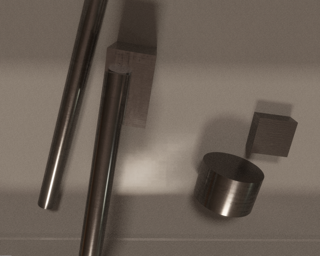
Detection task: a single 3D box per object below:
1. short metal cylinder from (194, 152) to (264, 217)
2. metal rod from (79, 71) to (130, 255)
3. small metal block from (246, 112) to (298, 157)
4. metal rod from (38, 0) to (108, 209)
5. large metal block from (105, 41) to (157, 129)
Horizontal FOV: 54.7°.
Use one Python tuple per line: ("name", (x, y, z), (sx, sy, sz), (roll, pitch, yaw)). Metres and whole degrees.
("short metal cylinder", (0.090, 0.072, 0.410), (0.081, 0.080, 0.050), (12, 110, -5))
("metal rod", (-0.068, 0.089, 0.336), (0.025, 0.025, 0.298), (10, 102, -4))
("small metal block", (0.149, 0.009, 0.417), (0.050, 0.025, 0.050), (7, 110, -3))
("metal rod", (-0.117, -0.023, 0.401), (0.025, 0.025, 0.298), (17, 109, -7))
("large metal block", (-0.035, -0.054, 0.362), (0.050, 0.080, 0.079), (9, 110, -4))
